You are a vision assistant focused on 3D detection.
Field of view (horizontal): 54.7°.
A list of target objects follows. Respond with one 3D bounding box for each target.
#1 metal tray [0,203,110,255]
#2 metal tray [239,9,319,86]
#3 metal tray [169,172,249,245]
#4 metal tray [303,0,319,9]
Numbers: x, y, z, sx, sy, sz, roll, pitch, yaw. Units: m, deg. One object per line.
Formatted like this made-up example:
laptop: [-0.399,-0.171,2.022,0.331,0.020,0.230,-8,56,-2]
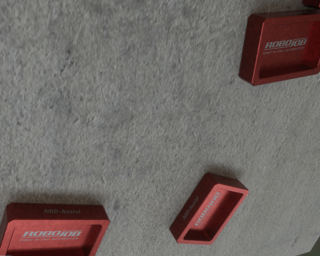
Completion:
metal tray: [-0.144,0.147,0.416,0.131,0.030,0.089,12,113,-34]
metal tray: [0.178,-0.114,0.432,0.131,0.030,0.089,-13,124,-22]
metal tray: [0.086,0.145,0.542,0.091,0.030,0.129,19,108,-36]
metal tray: [0.255,-0.218,0.410,0.131,0.030,0.089,-20,127,-17]
